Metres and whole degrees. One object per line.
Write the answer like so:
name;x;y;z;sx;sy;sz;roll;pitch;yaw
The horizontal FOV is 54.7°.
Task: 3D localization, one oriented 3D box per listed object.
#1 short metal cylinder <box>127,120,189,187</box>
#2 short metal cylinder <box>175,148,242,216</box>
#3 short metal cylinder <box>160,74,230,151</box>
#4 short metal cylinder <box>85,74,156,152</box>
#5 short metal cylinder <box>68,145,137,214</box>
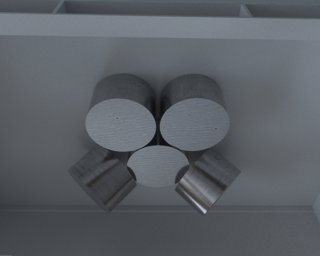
short metal cylinder;-0.002;0.035;0.418;0.081;0.050;0.079;0;130;0
short metal cylinder;0.066;0.074;0.427;0.050;0.081;0.079;40;129;18
short metal cylinder;0.040;-0.018;0.376;0.081;0.050;0.079;0;130;0
short metal cylinder;-0.045;-0.017;0.374;0.081;0.050;0.079;0;130;0
short metal cylinder;-0.078;0.069;0.421;0.050;0.080;0.080;-44;132;-22
